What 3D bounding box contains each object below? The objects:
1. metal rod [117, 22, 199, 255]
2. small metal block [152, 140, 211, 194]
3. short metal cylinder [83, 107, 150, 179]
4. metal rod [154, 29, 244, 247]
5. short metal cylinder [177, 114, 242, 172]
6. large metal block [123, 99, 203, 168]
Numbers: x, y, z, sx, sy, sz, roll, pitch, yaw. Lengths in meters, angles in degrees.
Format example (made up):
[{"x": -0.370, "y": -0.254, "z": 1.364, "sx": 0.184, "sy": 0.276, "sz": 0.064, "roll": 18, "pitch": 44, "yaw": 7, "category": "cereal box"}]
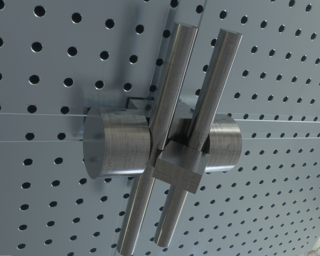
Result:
[{"x": -0.010, "y": 0.032, "z": 0.357, "sx": 0.025, "sy": 0.025, "sz": 0.298, "roll": 1, "pitch": 118, "yaw": -29, "category": "metal rod"}, {"x": 0.025, "y": 0.042, "z": 0.349, "sx": 0.050, "sy": 0.050, "sz": 0.025, "roll": 20, "pitch": 115, "yaw": 11, "category": "small metal block"}, {"x": -0.052, "y": 0.017, "z": 0.353, "sx": 0.050, "sy": 0.080, "sz": 0.079, "roll": 1, "pitch": 118, "yaw": -29, "category": "short metal cylinder"}, {"x": 0.039, "y": 0.031, "z": 0.383, "sx": 0.025, "sy": 0.025, "sz": 0.298, "roll": 1, "pitch": 118, "yaw": -29, "category": "metal rod"}, {"x": 0.063, "y": 0.020, "z": 0.418, "sx": 0.050, "sy": 0.080, "sz": 0.079, "roll": 1, "pitch": 118, "yaw": -28, "category": "short metal cylinder"}, {"x": -0.001, "y": 0.012, "z": 0.397, "sx": 0.081, "sy": 0.050, "sz": 0.079, "roll": 1, "pitch": 118, "yaw": -29, "category": "large metal block"}]
